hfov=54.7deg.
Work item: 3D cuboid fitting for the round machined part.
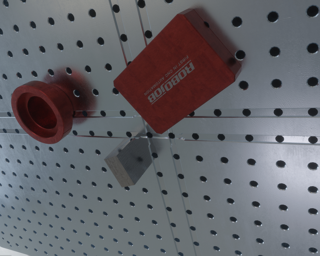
[{"bbox_3d":[-0.173,-0.027,0.475,0.098,0.042,0.097,13,124,21],"label":"round machined part"}]

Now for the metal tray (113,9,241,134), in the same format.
[{"bbox_3d":[0.016,-0.060,0.363,0.090,0.030,0.129,48,129,-6],"label":"metal tray"}]

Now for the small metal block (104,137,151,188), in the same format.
[{"bbox_3d":[-0.046,0.050,0.450,0.025,0.050,0.050,-18,109,35],"label":"small metal block"}]
